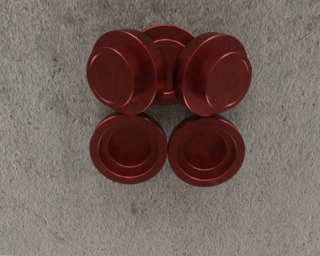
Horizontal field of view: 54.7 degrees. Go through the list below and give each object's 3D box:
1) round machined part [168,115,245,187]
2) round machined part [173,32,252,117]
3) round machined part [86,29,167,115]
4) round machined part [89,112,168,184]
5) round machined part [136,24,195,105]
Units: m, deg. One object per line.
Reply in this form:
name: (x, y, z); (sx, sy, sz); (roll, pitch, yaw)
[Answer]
round machined part: (0.059, 0.026, 0.412); (0.099, 0.042, 0.097); (0, 110, -1)
round machined part: (0.067, -0.058, 0.358); (0.099, 0.042, 0.097); (-15, 120, -28)
round machined part: (-0.045, -0.061, 0.353); (0.098, 0.042, 0.097); (14, 118, 30)
round machined part: (-0.040, 0.022, 0.409); (0.099, 0.042, 0.097); (0, 110, -1)
round machined part: (0.006, -0.074, 0.374); (0.099, 0.042, 0.097); (0, 110, -1)
